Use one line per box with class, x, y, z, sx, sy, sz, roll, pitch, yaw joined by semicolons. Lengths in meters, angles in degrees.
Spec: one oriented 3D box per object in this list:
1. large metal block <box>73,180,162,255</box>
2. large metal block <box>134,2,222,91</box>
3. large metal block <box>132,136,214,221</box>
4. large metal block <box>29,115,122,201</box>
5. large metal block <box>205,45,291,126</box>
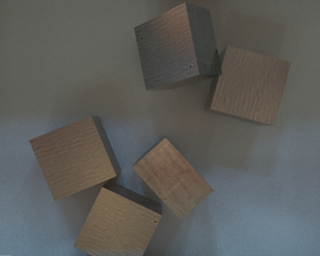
large metal block;-0.051;0.124;0.398;0.080;0.050;0.080;26;90;-1
large metal block;0.021;-0.094;0.379;0.080;0.050;0.080;-11;90;41
large metal block;0.015;0.057;0.384;0.050;0.080;0.080;-42;91;0
large metal block;-0.105;0.036;0.398;0.080;0.050;0.080;-22;90;-1
large metal block;0.110;-0.052;0.400;0.080;0.050;0.080;15;90;-1
